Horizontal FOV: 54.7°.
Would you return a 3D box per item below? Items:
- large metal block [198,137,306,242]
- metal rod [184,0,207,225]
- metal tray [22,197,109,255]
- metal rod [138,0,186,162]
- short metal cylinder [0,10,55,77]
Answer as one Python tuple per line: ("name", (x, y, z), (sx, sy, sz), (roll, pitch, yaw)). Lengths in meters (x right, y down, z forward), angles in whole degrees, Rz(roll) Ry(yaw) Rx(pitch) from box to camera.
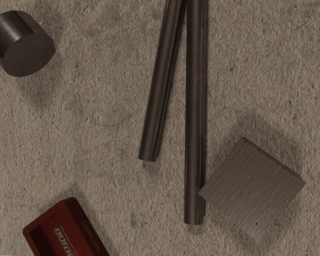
("large metal block", (0.105, 0.066, 0.359), (0.080, 0.050, 0.080), (38, 102, 15))
("metal rod", (0.045, -0.030, 0.392), (0.025, 0.025, 0.298), (1, 90, 19))
("metal tray", (-0.132, 0.179, 0.451), (0.090, 0.030, 0.130), (-37, 79, 16))
("metal rod", (0.009, -0.104, 0.404), (0.025, 0.025, 0.298), (12, 94, 19))
("short metal cylinder", (-0.203, -0.121, 0.450), (0.080, 0.080, 0.050), (-46, 76, 14))
